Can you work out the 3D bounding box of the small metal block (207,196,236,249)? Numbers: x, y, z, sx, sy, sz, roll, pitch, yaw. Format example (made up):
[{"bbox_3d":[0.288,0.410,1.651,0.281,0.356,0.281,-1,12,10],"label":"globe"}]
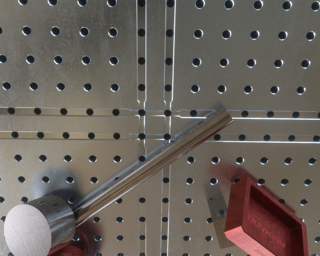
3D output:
[{"bbox_3d":[0.090,0.137,0.452,0.025,0.050,0.050,-15,110,5],"label":"small metal block"}]

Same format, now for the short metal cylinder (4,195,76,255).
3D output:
[{"bbox_3d":[-0.167,0.139,0.432,0.080,0.050,0.079,1,93,21],"label":"short metal cylinder"}]

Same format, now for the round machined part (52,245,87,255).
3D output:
[{"bbox_3d":[-0.149,0.215,0.472,0.099,0.042,0.097,-3,128,-3],"label":"round machined part"}]

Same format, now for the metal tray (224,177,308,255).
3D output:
[{"bbox_3d":[0.151,0.141,0.430,0.130,0.090,0.030,39,131,-13],"label":"metal tray"}]

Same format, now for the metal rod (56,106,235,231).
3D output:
[{"bbox_3d":[-0.029,0.066,0.437,0.300,0.025,0.025,-35,107,11],"label":"metal rod"}]
